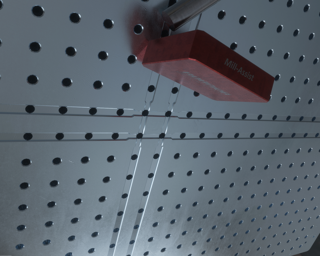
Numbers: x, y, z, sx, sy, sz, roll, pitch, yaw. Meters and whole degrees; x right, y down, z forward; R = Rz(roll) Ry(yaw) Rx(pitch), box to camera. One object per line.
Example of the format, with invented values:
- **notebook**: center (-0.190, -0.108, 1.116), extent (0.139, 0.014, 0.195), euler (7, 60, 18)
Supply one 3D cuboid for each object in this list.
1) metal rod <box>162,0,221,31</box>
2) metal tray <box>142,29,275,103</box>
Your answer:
- **metal rod**: center (0.132, -0.204, 0.358), extent (0.301, 0.025, 0.025), euler (-35, 129, -6)
- **metal tray**: center (0.057, -0.065, 0.358), extent (0.131, 0.090, 0.030), euler (19, 84, -36)
